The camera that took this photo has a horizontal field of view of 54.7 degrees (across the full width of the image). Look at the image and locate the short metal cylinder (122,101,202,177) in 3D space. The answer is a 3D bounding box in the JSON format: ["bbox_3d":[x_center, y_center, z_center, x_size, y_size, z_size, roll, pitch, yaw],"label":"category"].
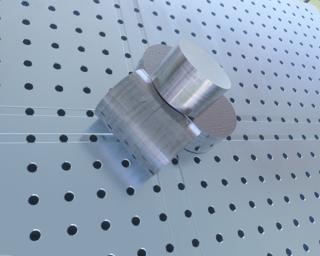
[{"bbox_3d":[0.003,0.013,0.368,0.050,0.080,0.080,47,51,4],"label":"short metal cylinder"}]

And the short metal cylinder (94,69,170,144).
[{"bbox_3d":[-0.031,-0.025,0.373,0.050,0.080,0.080,47,51,4],"label":"short metal cylinder"}]

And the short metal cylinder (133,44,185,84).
[{"bbox_3d":[0.004,-0.071,0.437,0.081,0.050,0.080,14,56,-21],"label":"short metal cylinder"}]

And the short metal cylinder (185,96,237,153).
[{"bbox_3d":[0.058,-0.012,0.431,0.081,0.050,0.080,14,56,-21],"label":"short metal cylinder"}]

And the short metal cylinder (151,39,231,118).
[{"bbox_3d":[0.037,-0.059,0.367,0.080,0.050,0.080,31,32,-22],"label":"short metal cylinder"}]
